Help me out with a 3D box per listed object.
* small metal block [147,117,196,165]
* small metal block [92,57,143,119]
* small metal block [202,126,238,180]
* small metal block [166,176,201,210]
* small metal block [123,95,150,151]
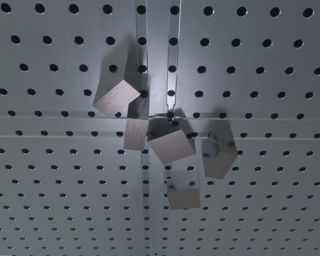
[{"bbox_3d":[0.016,0.019,0.428,0.050,0.025,0.050,-20,127,16],"label":"small metal block"},{"bbox_3d":[-0.048,-0.046,0.355,0.050,0.050,0.025,-35,122,26],"label":"small metal block"},{"bbox_3d":[0.080,0.034,0.424,0.025,0.050,0.050,13,129,-10],"label":"small metal block"},{"bbox_3d":[0.039,0.106,0.502,0.050,0.025,0.050,-7,130,5],"label":"small metal block"},{"bbox_3d":[-0.029,-0.007,0.389,0.025,0.050,0.050,7,130,-6],"label":"small metal block"}]
